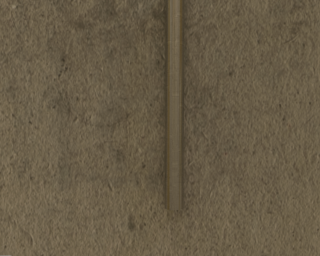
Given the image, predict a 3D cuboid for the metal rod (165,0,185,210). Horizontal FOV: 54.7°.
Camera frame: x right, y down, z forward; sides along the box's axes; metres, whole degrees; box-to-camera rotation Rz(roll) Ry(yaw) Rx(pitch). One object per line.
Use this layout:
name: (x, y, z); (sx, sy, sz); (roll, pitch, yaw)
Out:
metal rod: (0.019, -0.043, 0.410); (0.025, 0.025, 0.298); (0, 90, -1)
